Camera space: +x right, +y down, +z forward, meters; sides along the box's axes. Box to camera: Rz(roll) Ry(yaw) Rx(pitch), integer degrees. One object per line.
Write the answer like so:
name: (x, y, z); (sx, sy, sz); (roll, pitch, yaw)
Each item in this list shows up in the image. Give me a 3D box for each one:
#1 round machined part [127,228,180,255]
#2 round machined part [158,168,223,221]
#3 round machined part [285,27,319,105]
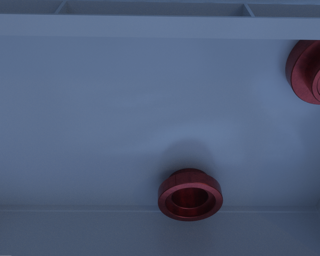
round machined part: (-0.013, 0.229, 0.595); (0.099, 0.042, 0.097); (0, 130, 0)
round machined part: (0.046, 0.100, 0.484); (0.099, 0.042, 0.097); (0, 130, 0)
round machined part: (0.196, -0.064, 0.345); (0.099, 0.042, 0.097); (0, 130, 0)
